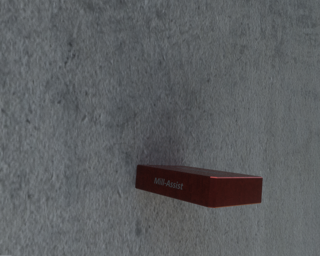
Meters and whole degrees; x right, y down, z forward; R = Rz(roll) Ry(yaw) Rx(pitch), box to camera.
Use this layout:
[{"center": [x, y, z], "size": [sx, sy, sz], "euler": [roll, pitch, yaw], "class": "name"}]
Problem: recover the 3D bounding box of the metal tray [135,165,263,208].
[{"center": [0.043, 0.066, 0.375], "size": [0.091, 0.130, 0.030], "euler": [8, 85, -40], "class": "metal tray"}]
